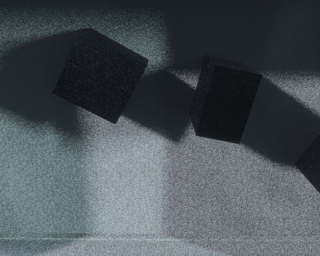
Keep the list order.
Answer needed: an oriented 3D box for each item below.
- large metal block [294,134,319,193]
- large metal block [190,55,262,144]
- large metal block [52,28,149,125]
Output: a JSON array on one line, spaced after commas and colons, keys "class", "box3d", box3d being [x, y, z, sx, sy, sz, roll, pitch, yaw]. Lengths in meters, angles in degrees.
[{"class": "large metal block", "box3d": [0.235, 0.046, 0.401, 0.050, 0.080, 0.080, 29, 108, -10]}, {"class": "large metal block", "box3d": [0.073, -0.037, 0.369, 0.050, 0.080, 0.079, 11, 110, -4]}, {"class": "large metal block", "box3d": [-0.069, -0.063, 0.374, 0.080, 0.050, 0.080, 27, 108, -10]}]
